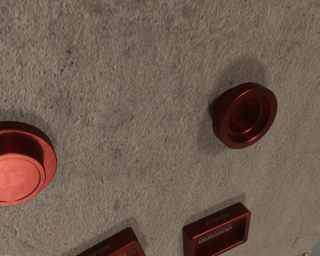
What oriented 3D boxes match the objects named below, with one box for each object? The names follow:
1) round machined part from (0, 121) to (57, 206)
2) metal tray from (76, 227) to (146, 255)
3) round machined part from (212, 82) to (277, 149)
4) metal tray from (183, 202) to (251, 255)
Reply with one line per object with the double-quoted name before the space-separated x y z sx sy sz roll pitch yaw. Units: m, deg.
"round machined part" -0.163 0.045 0.335 0.099 0.042 0.097 -14 125 -21
"metal tray" -0.088 0.225 0.496 0.131 0.030 0.090 -26 128 -13
"round machined part" 0.117 -0.021 0.449 0.099 0.042 0.097 -14 125 -21
"metal tray" 0.109 0.204 0.591 0.131 0.030 0.089 -17 126 -19
